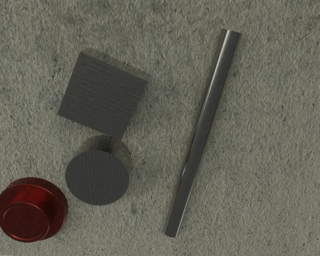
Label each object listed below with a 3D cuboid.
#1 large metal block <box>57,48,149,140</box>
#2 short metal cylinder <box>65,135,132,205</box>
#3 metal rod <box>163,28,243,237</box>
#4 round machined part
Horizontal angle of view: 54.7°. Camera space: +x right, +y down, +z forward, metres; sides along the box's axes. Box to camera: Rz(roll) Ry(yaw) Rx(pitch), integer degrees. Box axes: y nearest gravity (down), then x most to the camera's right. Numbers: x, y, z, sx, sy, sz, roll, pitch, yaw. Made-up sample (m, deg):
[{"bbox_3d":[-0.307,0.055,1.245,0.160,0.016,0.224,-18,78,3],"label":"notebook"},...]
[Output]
[{"bbox_3d":[-0.067,-0.043,0.380,0.080,0.050,0.079,23,108,-9],"label":"large metal block"},{"bbox_3d":[-0.080,0.056,0.416,0.081,0.050,0.079,0,110,-1],"label":"short metal cylinder"},{"bbox_3d":[0.051,0.021,0.418,0.025,0.025,0.298,12,110,-5],"label":"metal rod"},{"bbox_3d":[-0.187,0.124,0.444,0.099,0.042,0.097,0,110,-1],"label":"round machined part"}]
